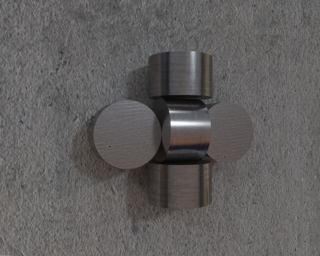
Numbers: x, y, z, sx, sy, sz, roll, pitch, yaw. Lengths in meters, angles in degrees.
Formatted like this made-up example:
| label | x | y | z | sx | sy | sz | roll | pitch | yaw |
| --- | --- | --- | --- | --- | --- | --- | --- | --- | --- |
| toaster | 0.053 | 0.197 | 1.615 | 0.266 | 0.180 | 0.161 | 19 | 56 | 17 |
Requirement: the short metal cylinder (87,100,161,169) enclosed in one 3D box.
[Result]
| label | x | y | z | sx | sy | sz | roll | pitch | yaw |
| --- | --- | --- | --- | --- | --- | --- | --- | --- | --- |
| short metal cylinder | -0.045 | 0.008 | 0.380 | 0.081 | 0.050 | 0.080 | 0 | 90 | -21 |

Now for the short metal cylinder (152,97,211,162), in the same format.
| label | x | y | z | sx | sy | sz | roll | pitch | yaw |
| --- | --- | --- | --- | --- | --- | --- | --- | --- | --- |
| short metal cylinder | 0.022 | 0.002 | 0.390 | 0.050 | 0.080 | 0.080 | 1 | 90 | -20 |

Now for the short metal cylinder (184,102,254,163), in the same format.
| label | x | y | z | sx | sy | sz | roll | pitch | yaw |
| --- | --- | --- | --- | --- | --- | --- | --- | --- | --- |
| short metal cylinder | 0.079 | 0.005 | 0.426 | 0.081 | 0.050 | 0.080 | 0 | 91 | -20 |

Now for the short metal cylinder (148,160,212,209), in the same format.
| label | x | y | z | sx | sy | sz | roll | pitch | yaw |
| --- | --- | --- | --- | --- | --- | --- | --- | --- | --- |
| short metal cylinder | 0.025 | 0.067 | 0.391 | 0.081 | 0.080 | 0.050 | 0 | 90 | -20 |

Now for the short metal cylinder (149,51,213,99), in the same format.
| label | x | y | z | sx | sy | sz | roll | pitch | yaw |
| --- | --- | --- | --- | --- | --- | --- | --- | --- | --- |
| short metal cylinder | 0.026 | -0.063 | 0.391 | 0.081 | 0.080 | 0.050 | 0 | 90 | -20 |
